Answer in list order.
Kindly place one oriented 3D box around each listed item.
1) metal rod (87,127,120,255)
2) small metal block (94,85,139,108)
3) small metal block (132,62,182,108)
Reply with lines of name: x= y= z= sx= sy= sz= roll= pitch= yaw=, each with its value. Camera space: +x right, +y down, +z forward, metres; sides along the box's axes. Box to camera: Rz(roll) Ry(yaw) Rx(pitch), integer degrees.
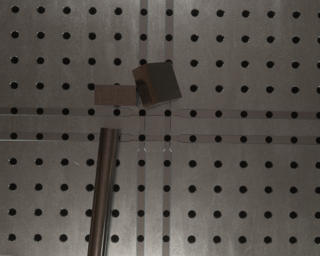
metal rod: x=-0.082 y=0.149 z=0.412 sx=0.025 sy=0.025 sz=0.298 roll=6 pitch=90 yaw=-1
small metal block: x=-0.054 y=-0.040 z=0.400 sx=0.050 sy=0.050 sz=0.025 roll=1 pitch=90 yaw=0
small metal block: x=-0.003 y=-0.056 z=0.399 sx=0.025 sy=0.050 sz=0.050 roll=-18 pitch=90 yaw=42
